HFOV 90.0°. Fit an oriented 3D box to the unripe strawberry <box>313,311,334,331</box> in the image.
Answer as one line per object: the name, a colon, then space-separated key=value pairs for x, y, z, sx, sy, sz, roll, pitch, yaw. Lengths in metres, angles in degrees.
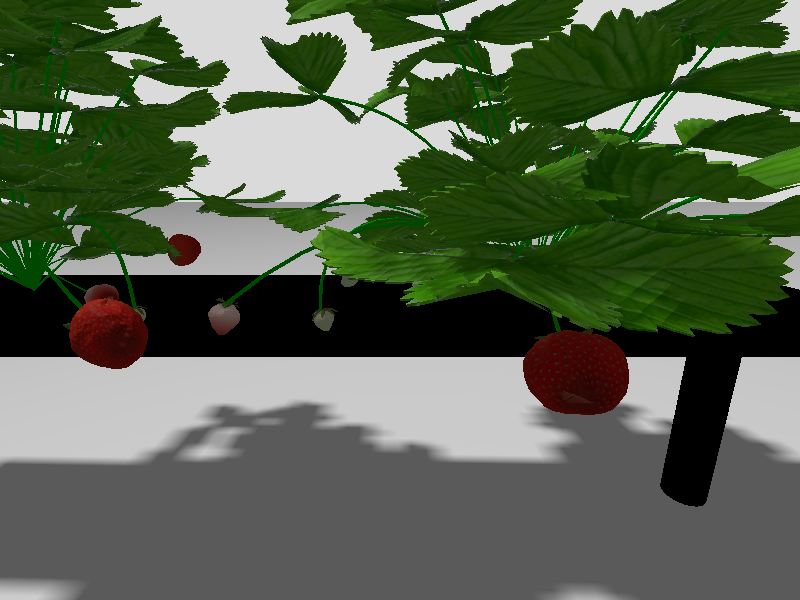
unripe strawberry: x=-0.048 y=0.013 z=0.255 sx=0.013 sy=0.014 sz=0.015 roll=-10 pitch=18 yaw=-31

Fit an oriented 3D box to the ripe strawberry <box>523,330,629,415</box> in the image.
ripe strawberry: x=0.067 y=0.030 z=0.154 sx=0.038 sy=0.034 sz=0.035 roll=4 pitch=16 yaw=14

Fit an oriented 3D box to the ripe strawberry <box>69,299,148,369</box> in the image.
ripe strawberry: x=-0.141 y=0.018 z=0.196 sx=0.034 sy=0.036 sz=0.031 roll=14 pitch=21 yaw=39

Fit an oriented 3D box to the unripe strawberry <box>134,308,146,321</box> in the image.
unripe strawberry: x=-0.163 y=0.010 z=0.247 sx=0.010 sy=0.011 sz=0.011 roll=10 pitch=18 yaw=33

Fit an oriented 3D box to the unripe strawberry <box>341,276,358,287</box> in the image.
unripe strawberry: x=-0.047 y=-0.020 z=0.370 sx=0.016 sy=0.018 sz=0.018 roll=42 pitch=14 yaw=-7

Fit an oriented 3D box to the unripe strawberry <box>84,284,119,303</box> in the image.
unripe strawberry: x=-0.221 y=-0.002 z=0.299 sx=0.019 sy=0.019 sz=0.021 roll=9 pitch=18 yaw=28

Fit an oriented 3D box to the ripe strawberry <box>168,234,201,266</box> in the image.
ripe strawberry: x=-0.253 y=-0.059 z=0.472 sx=0.033 sy=0.038 sz=0.036 roll=10 pitch=18 yaw=31

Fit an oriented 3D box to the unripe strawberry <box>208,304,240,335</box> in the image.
unripe strawberry: x=-0.112 y=0.013 z=0.253 sx=0.019 sy=0.020 sz=0.018 roll=15 pitch=7 yaw=-28
